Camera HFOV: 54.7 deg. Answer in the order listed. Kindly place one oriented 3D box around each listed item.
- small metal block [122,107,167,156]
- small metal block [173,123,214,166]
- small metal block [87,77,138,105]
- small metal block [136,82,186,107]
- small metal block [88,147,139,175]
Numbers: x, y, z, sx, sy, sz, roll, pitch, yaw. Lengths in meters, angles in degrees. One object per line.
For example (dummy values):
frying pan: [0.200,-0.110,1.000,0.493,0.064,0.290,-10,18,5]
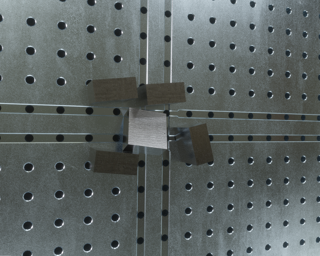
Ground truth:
small metal block: [-0.019,0.005,0.397,0.050,0.025,0.050,9,63,-20]
small metal block: [0.044,0.021,0.417,0.025,0.050,0.050,-14,95,-20]
small metal block: [-0.059,-0.045,0.378,0.050,0.050,0.025,-8,93,-20]
small metal block: [-0.001,-0.042,0.400,0.050,0.050,0.025,-6,93,-20]
small metal block: [-0.058,0.040,0.379,0.050,0.050,0.025,7,88,-20]
